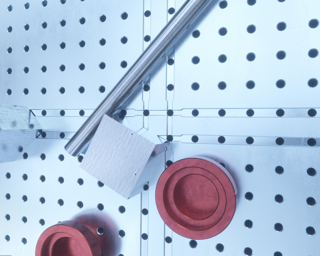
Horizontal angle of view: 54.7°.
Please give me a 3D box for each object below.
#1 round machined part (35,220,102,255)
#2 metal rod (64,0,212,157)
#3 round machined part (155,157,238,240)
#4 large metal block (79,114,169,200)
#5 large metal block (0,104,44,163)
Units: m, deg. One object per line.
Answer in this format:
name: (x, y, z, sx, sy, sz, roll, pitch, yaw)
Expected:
round machined part: (-0.127, 0.182, 0.448, 0.098, 0.042, 0.097, 0, 90, 20)
metal rod: (-0.032, -0.073, 0.423, 0.025, 0.025, 0.299, 46, 104, 14)
round machined part: (0.047, 0.084, 0.387, 0.098, 0.042, 0.097, 0, 90, 19)
large metal block: (-0.047, 0.036, 0.416, 0.080, 0.050, 0.080, 30, 100, 17)
large metal block: (-0.242, 0.010, 0.469, 0.080, 0.080, 0.050, -43, 77, 15)
